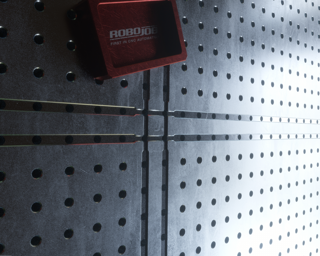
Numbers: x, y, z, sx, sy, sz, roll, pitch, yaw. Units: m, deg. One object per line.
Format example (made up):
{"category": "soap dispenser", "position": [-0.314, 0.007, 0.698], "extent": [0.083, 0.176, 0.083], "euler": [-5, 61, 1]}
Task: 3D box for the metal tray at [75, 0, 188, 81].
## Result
{"category": "metal tray", "position": [-0.029, -0.116, 0.383], "extent": [0.131, 0.030, 0.089], "euler": [-22, 104, -38]}
